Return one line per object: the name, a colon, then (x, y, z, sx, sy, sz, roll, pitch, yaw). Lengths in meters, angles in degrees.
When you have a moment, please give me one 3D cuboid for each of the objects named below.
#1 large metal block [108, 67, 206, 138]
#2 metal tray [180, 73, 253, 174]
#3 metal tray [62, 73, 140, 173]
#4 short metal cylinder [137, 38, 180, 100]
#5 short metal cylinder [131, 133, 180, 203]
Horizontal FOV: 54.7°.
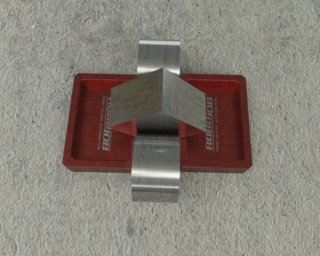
large metal block: (-0.002, -0.021, 0.366, 0.080, 0.080, 0.050, -14, 65, 38)
metal tray: (0.069, -0.007, 0.410, 0.091, 0.030, 0.130, 2, 70, 0)
metal tray: (-0.072, -0.008, 0.409, 0.091, 0.030, 0.130, 2, 70, 0)
short metal cylinder: (-0.001, -0.076, 0.408, 0.050, 0.080, 0.080, 2, 70, 1)
short metal cylinder: (-0.004, 0.047, 0.363, 0.050, 0.080, 0.080, 2, 70, 1)
